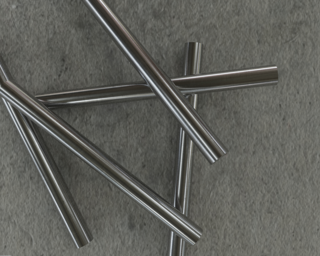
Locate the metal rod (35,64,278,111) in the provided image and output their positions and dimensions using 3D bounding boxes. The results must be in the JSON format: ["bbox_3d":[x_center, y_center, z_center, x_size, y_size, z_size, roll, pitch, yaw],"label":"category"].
[{"bbox_3d":[-0.010,-0.049,0.390,0.302,0.025,0.025,-6,90,7],"label":"metal rod"}]

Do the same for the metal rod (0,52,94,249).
[{"bbox_3d":[-0.166,0.018,0.407,0.025,0.025,0.299,-27,90,0],"label":"metal rod"}]

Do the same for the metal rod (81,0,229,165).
[{"bbox_3d":[-0.023,-0.083,0.372,0.025,0.025,0.300,-37,76,0],"label":"metal rod"}]

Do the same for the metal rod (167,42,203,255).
[{"bbox_3d":[0.033,0.038,0.410,0.025,0.025,0.298,5,90,-1],"label":"metal rod"}]

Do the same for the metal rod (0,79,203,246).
[{"bbox_3d":[-0.073,0.043,0.384,0.300,0.025,0.025,38,90,0],"label":"metal rod"}]
